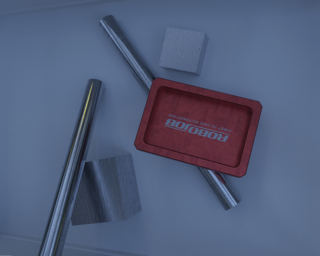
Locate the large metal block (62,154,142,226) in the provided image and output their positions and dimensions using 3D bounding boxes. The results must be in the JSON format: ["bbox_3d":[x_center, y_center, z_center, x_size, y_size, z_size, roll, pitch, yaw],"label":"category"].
[{"bbox_3d":[-0.078,0.083,0.424,0.080,0.050,0.080,-12,86,19],"label":"large metal block"}]

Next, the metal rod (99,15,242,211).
[{"bbox_3d":[0.007,-0.028,0.407,0.025,0.025,0.299,-37,79,16],"label":"metal rod"}]

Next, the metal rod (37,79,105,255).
[{"bbox_3d":[-0.112,0.070,0.379,0.025,0.025,0.299,-1,63,19],"label":"metal rod"}]

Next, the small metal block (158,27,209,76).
[{"bbox_3d":[0.031,-0.098,0.399,0.050,0.025,0.050,14,95,19],"label":"small metal block"}]

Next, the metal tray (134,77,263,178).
[{"bbox_3d":[0.045,-0.001,0.369,0.131,0.030,0.090,15,83,8],"label":"metal tray"}]
